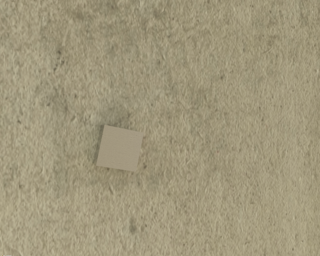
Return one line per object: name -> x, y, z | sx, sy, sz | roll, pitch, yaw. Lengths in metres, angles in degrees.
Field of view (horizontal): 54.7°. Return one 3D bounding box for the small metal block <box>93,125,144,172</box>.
small metal block -> -0.053, 0.025, 0.390 | 0.050, 0.025, 0.050 | 12, 86, -20
